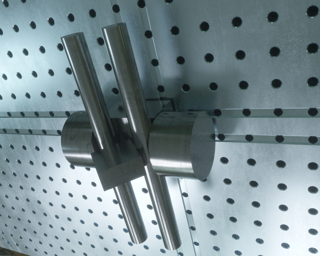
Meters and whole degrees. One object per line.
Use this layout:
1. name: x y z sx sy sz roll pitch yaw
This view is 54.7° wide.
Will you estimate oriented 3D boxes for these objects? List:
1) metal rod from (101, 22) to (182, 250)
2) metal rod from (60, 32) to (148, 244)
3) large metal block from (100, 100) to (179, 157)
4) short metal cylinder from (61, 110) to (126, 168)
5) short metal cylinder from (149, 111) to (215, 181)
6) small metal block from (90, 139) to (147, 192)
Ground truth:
1. metal rod: -0.014 0.030 0.368 0.025 0.025 0.298 1 119 28
2. metal rod: -0.062 0.031 0.395 0.025 0.025 0.298 1 119 28
3. large metal block: -0.024 0.011 0.409 0.080 0.050 0.080 1 119 27
4. short metal cylinder: -0.088 0.015 0.427 0.050 0.080 0.080 1 119 27
5. short metal cylinder: 0.029 0.020 0.367 0.050 0.080 0.080 1 119 29
6. small metal block: -0.049 0.042 0.361 0.050 0.050 0.025 -135 28 -61
